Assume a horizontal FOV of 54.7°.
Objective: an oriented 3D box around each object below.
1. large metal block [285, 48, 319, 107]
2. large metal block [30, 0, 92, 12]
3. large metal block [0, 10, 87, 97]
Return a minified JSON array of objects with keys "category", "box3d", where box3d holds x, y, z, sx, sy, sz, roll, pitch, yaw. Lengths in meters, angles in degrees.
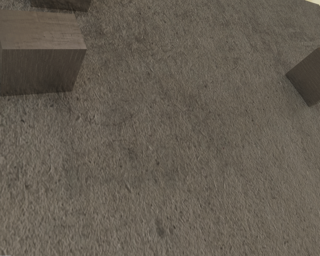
[{"category":"large metal block","box3d":[0.306,-0.099,0.593,0.050,0.080,0.080,-19,72,-35]},{"category":"large metal block","box3d":[-0.146,-0.217,0.442,0.081,0.050,0.080,-7,65,-31]},{"category":"large metal block","box3d":[-0.136,-0.081,0.344,0.081,0.080,0.050,-9,67,-32]}]
